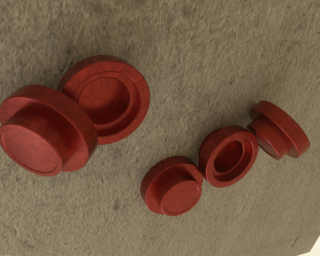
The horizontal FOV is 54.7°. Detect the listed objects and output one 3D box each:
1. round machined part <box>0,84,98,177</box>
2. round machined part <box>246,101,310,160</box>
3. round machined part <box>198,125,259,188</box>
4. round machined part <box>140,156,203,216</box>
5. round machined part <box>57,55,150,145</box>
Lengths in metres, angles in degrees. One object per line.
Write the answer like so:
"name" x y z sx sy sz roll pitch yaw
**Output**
"round machined part" -0.115 0.010 0.304 0.098 0.042 0.097 12 133 14
"round machined part" 0.167 0.009 0.459 0.042 0.098 0.098 -42 130 -1
"round machined part" 0.099 0.039 0.474 0.099 0.042 0.097 -15 123 -24
"round machined part" 0.024 0.094 0.469 0.099 0.042 0.097 -14 125 -21
"round machined part" -0.064 -0.033 0.341 0.099 0.042 0.097 -14 124 -21
